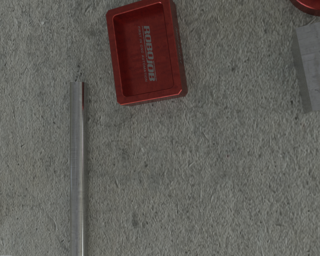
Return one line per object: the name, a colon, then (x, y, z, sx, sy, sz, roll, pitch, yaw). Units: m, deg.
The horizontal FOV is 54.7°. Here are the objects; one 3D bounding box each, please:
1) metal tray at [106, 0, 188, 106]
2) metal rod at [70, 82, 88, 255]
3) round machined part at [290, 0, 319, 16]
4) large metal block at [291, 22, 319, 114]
metal tray: (-0.018, -0.100, 0.412, 0.090, 0.030, 0.129, -9, 87, 19)
metal rod: (-0.118, 0.084, 0.450, 0.025, 0.025, 0.298, 0, 90, 20)
round machined part: (0.187, -0.176, 0.334, 0.098, 0.042, 0.097, 0, 90, 20)
large metal block: (0.172, -0.060, 0.319, 0.050, 0.080, 0.080, -11, 86, 20)
